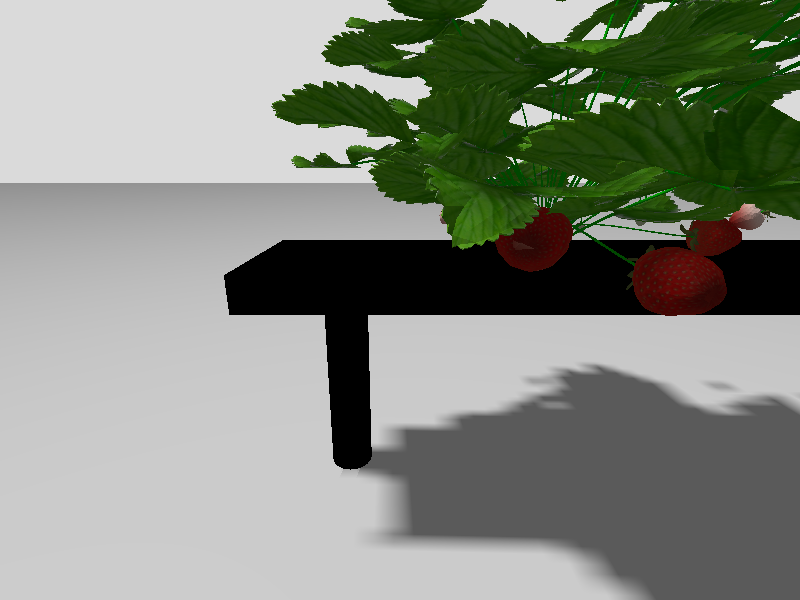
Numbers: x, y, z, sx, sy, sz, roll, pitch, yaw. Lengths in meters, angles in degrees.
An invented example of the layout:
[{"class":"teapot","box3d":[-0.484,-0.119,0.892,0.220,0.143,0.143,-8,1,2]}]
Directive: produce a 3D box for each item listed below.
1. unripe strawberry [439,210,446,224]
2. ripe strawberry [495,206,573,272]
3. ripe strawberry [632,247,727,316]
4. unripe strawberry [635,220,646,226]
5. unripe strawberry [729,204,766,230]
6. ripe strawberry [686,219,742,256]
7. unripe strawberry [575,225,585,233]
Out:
[{"class":"unripe strawberry","box3d":[0.060,-0.109,0.528,0.018,0.021,0.020,-6,-36,-18]},{"class":"ripe strawberry","box3d":[0.089,-0.040,0.271,0.051,0.045,0.046,8,20,23]},{"class":"ripe strawberry","box3d":[0.133,-0.008,0.189,0.038,0.033,0.038,-1,19,-2]},{"class":"unripe strawberry","box3d":[0.311,-0.106,0.515,0.021,0.022,0.020,-16,24,-40]},{"class":"unripe strawberry","box3d":[0.417,-0.100,0.484,0.034,0.033,0.032,-17,1,45]},{"class":"ripe strawberry","box3d":[0.259,-0.052,0.328,0.034,0.033,0.037,3,18,8]},{"class":"unripe strawberry","box3d":[0.205,-0.081,0.456,0.011,0.010,0.010,13,22,34]}]
